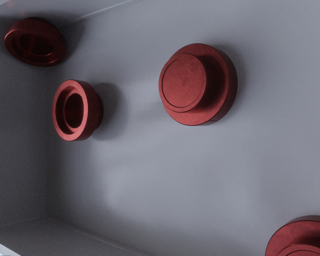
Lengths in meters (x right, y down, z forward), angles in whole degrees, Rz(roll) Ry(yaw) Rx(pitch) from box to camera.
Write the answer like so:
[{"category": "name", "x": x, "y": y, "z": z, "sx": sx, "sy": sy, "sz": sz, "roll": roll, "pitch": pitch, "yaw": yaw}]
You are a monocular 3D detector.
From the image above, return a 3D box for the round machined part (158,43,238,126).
[{"category": "round machined part", "x": 0.037, "y": -0.051, "z": 0.365, "sx": 0.098, "sy": 0.042, "sz": 0.097, "roll": 0, "pitch": 90, "yaw": 40}]

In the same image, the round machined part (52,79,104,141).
[{"category": "round machined part", "x": -0.129, "y": -0.028, "z": 0.503, "sx": 0.098, "sy": 0.042, "sz": 0.097, "roll": 0, "pitch": 90, "yaw": 40}]

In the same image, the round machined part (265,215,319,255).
[{"category": "round machined part", "x": 0.142, "y": 0.133, "z": 0.278, "sx": 0.098, "sy": 0.042, "sz": 0.097, "roll": 0, "pitch": 90, "yaw": 40}]

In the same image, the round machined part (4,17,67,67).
[{"category": "round machined part", "x": -0.213, "y": -0.153, "z": 0.540, "sx": 0.098, "sy": 0.098, "sz": 0.042, "roll": -23, "pitch": 55, "yaw": 38}]
